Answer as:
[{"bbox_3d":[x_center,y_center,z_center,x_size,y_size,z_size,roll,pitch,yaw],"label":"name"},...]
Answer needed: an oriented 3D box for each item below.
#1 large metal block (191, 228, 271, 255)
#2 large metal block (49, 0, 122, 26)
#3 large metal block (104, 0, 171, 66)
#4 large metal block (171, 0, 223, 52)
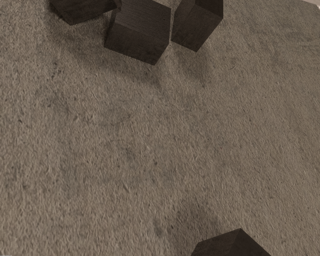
[{"bbox_3d":[0.078,0.157,0.316,0.080,0.080,0.050,42,51,0],"label":"large metal block"},{"bbox_3d":[-0.104,-0.201,0.429,0.080,0.050,0.080,-16,63,11],"label":"large metal block"},{"bbox_3d":[-0.032,-0.151,0.464,0.081,0.050,0.080,17,55,-19],"label":"large metal block"},{"bbox_3d":[0.062,-0.190,0.520,0.050,0.080,0.080,20,54,-17],"label":"large metal block"}]
